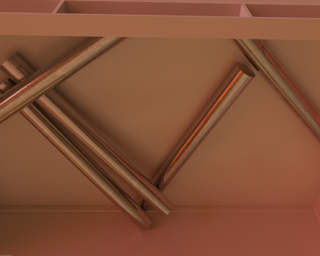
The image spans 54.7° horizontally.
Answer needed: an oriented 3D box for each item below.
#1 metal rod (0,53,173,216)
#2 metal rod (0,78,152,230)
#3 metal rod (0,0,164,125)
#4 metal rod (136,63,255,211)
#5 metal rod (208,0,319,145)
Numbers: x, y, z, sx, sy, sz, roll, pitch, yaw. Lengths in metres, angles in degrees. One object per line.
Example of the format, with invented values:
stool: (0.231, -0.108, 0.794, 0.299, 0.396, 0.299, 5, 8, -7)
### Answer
metal rod: (-0.080, 0.024, 0.410, 0.025, 0.025, 0.300, -30, 119, 22)
metal rod: (-0.103, 0.051, 0.432, 0.025, 0.025, 0.300, -26, 121, 20)
metal rod: (-0.130, -0.048, 0.333, 0.300, 0.025, 0.025, -31, 125, 11)
metal rod: (0.032, 0.036, 0.440, 0.025, 0.025, 0.298, 21, 127, -17)
metal rod: (0.161, -0.040, 0.377, 0.025, 0.025, 0.301, -36, 122, 26)
